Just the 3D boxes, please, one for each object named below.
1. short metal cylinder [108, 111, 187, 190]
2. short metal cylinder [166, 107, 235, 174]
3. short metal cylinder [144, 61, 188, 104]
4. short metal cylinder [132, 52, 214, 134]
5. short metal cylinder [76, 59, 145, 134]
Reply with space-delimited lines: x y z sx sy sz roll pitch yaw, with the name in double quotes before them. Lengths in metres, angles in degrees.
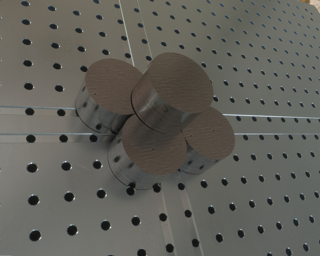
"short metal cylinder" -0.015 0.027 0.368 0.081 0.050 0.080 14 56 -21
"short metal cylinder" 0.051 0.015 0.412 0.081 0.050 0.080 14 56 -21
"short metal cylinder" 0.009 -0.051 0.429 0.081 0.050 0.080 14 56 -21
"short metal cylinder" 0.014 -0.040 0.359 0.081 0.050 0.080 14 57 -22
"short metal cylinder" -0.059 -0.039 0.384 0.081 0.050 0.080 14 56 -21
